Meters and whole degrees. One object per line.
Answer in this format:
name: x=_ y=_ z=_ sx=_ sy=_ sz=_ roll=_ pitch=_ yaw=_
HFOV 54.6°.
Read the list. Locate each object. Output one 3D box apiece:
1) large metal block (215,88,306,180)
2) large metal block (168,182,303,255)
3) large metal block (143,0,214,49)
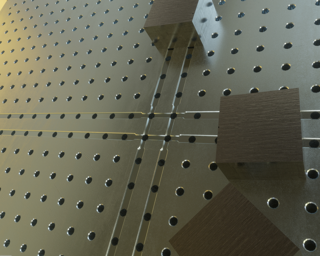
large metal block: x=0.108 y=0.009 z=0.330 sx=0.080 sy=0.050 sz=0.080 roll=-4 pitch=60 yaw=26
large metal block: x=0.070 y=0.113 z=0.287 sx=0.080 sy=0.050 sz=0.080 roll=-43 pitch=51 yaw=-2
large metal block: x=0.031 y=-0.173 z=0.483 sx=0.080 sy=0.050 sz=0.080 roll=4 pitch=63 yaw=30
